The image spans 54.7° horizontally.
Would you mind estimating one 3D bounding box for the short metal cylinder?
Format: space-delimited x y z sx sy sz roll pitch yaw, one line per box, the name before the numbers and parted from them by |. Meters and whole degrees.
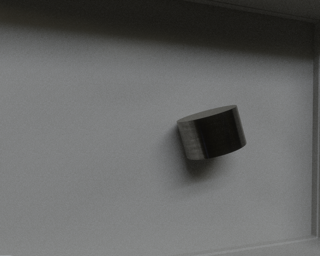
short metal cylinder | 0.067 0.005 0.408 0.081 0.080 0.050 -18 97 -19
